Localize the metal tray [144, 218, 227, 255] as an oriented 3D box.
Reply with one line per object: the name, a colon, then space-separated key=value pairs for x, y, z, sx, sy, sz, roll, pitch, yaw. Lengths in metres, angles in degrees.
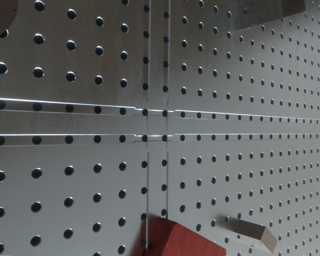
metal tray: x=0.035 y=0.194 z=0.438 sx=0.130 sy=0.030 sz=0.090 roll=38 pitch=67 yaw=-34

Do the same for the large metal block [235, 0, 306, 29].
large metal block: x=0.192 y=-0.212 z=0.537 sx=0.081 sy=0.080 sz=0.050 roll=-27 pitch=107 yaw=-37

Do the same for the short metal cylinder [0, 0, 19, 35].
short metal cylinder: x=-0.166 y=-0.107 z=0.254 sx=0.081 sy=0.050 sz=0.079 roll=0 pitch=90 yaw=-40

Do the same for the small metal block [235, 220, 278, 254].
small metal block: x=0.167 y=0.188 z=0.537 sx=0.050 sy=0.050 sz=0.025 roll=48 pitch=61 yaw=-30
